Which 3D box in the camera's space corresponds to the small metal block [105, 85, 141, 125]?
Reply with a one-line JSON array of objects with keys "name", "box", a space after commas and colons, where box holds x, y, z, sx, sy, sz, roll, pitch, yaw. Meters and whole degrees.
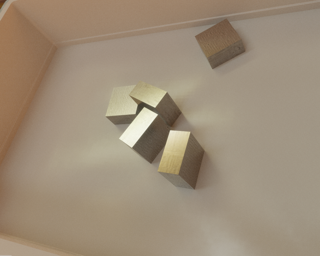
[{"name": "small metal block", "box": [-0.046, -0.034, 0.451, 0.050, 0.025, 0.050, -3, 60, 26]}]

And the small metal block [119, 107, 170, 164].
[{"name": "small metal block", "box": [-0.016, 0.010, 0.392, 0.025, 0.050, 0.050, 31, 79, 38]}]

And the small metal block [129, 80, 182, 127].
[{"name": "small metal block", "box": [-0.006, -0.032, 0.413, 0.050, 0.050, 0.025, 28, 78, 37]}]

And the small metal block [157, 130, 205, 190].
[{"name": "small metal block", "box": [0.026, 0.037, 0.354, 0.025, 0.050, 0.050, 4, 64, 30]}]

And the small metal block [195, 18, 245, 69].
[{"name": "small metal block", "box": [0.084, -0.118, 0.435, 0.050, 0.025, 0.050, -27, 52, 11]}]
